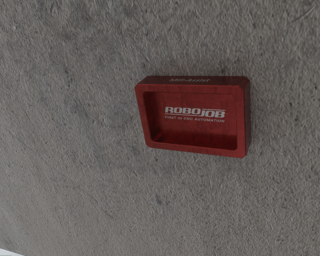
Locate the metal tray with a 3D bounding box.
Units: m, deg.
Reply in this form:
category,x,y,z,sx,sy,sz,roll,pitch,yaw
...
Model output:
category,x,y,z,sx,sy,sz,roll,pitch,yaw
metal tray,0.040,-0.015,0.373,0.130,0.030,0.090,5,121,26
